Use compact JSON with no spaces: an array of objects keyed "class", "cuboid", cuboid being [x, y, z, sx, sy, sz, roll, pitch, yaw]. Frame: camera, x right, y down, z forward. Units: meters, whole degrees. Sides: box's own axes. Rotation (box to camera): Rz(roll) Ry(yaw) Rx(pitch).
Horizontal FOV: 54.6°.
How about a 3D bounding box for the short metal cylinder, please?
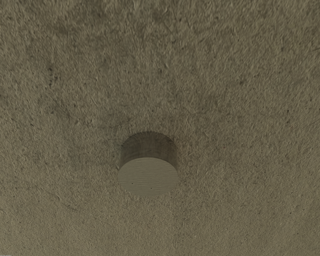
[{"class":"short metal cylinder","cuboid":[-0.016,0.051,0.434,0.080,0.050,0.080,0,130,0]}]
